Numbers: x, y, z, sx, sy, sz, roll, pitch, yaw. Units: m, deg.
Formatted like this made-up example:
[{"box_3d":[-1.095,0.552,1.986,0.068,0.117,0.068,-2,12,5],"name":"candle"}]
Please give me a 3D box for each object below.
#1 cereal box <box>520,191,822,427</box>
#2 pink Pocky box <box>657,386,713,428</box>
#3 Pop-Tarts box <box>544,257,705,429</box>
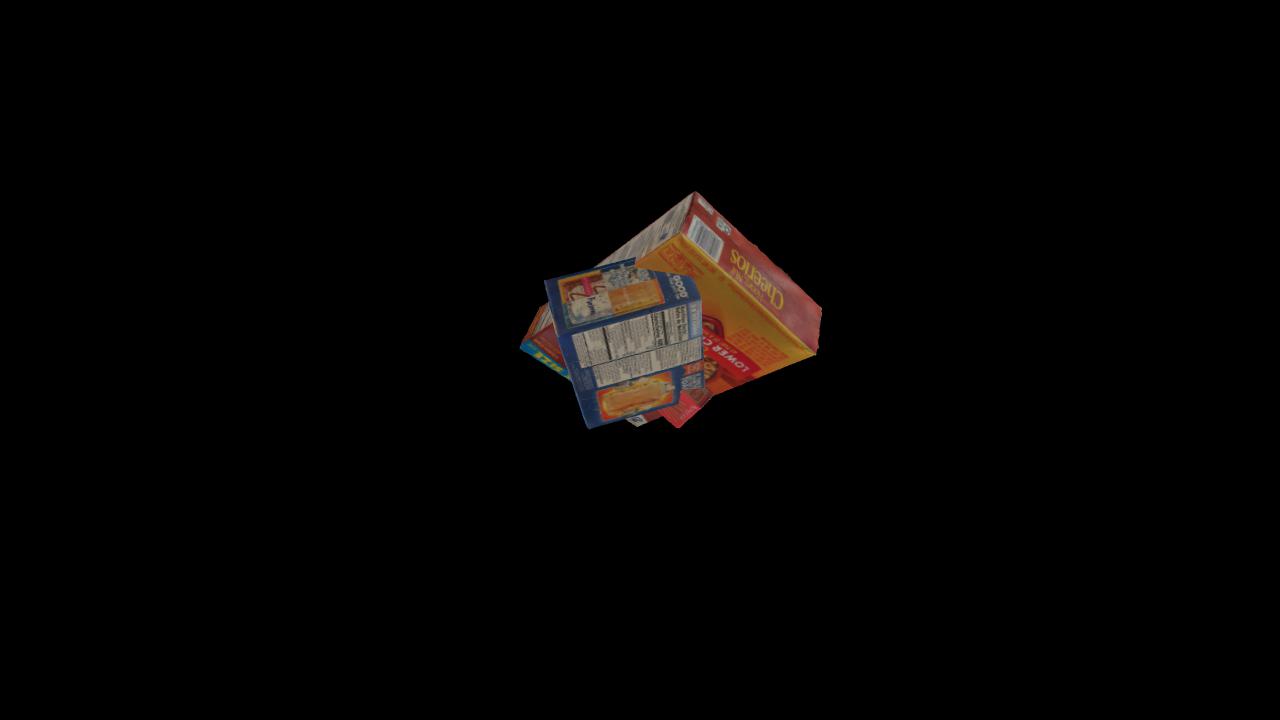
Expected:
[{"box_3d":[0.024,-0.034,0.716,0.203,0.081,0.306,37,-40,-23],"name":"cereal box"},{"box_3d":[0.007,0.010,0.715,0.029,0.155,0.084,-46,-4,-27],"name":"pink Pocky box"},{"box_3d":[-0.010,-0.019,0.648,0.141,0.083,0.167,-15,-37,-4],"name":"Pop-Tarts box"}]
